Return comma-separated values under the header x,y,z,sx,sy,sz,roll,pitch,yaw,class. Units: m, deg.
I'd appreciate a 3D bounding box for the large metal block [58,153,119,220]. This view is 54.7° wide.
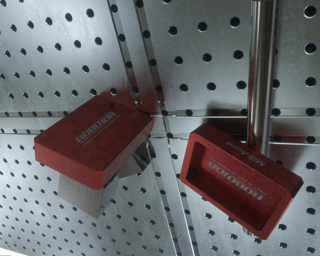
x,y,z,sx,sy,sz,roll,pitch,yaw,class
-0.117,0.091,0.511,0.080,0.050,0.079,27,128,11,large metal block

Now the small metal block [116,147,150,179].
x,y,z,sx,sy,sz,roll,pitch,yaw,class
-0.051,0.044,0.464,0.050,0.025,0.050,-22,107,35,small metal block

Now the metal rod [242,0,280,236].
x,y,z,sx,sy,sz,roll,pitch,yaw,class
0.112,0.011,0.357,0.025,0.025,0.298,7,122,24,metal rod

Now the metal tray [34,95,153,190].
x,y,z,sx,sy,sz,roll,pitch,yaw,class
-0.078,0.010,0.389,0.090,0.131,0.030,23,127,14,metal tray

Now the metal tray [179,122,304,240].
x,y,z,sx,sy,sz,roll,pitch,yaw,class
0.089,0.062,0.371,0.130,0.030,0.089,33,135,26,metal tray
